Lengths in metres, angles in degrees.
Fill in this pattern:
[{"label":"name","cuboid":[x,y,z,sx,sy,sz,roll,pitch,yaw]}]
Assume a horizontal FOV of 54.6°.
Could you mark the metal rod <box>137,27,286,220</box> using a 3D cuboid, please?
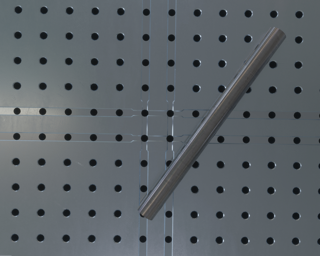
[{"label":"metal rod","cuboid":[0.069,-0.006,0.413,0.025,0.025,0.300,36,90,0]}]
